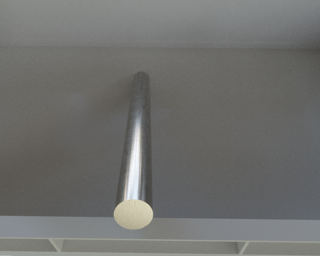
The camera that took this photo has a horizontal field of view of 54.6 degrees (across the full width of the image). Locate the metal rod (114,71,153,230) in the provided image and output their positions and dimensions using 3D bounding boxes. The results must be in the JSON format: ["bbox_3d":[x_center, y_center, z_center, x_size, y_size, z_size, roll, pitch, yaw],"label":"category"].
[{"bbox_3d":[-0.022,-0.009,0.334,0.025,0.025,0.300,-2,26,-1],"label":"metal rod"}]
